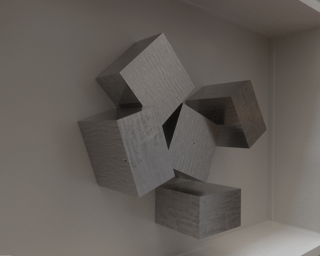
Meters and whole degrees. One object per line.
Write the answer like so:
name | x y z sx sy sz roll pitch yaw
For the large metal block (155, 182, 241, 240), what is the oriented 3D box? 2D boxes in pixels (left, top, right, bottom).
large metal block | 0.051 0.105 0.415 0.081 0.080 0.050 1 90 -40

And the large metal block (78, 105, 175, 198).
large metal block | -0.038 0.022 0.339 0.050 0.080 0.080 -24 106 -38

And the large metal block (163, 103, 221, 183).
large metal block | 0.029 0.021 0.415 0.080 0.050 0.080 28 72 -37

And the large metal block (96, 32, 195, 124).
large metal block | -0.015 -0.055 0.377 0.080 0.050 0.080 -50 120 -29

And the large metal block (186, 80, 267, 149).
large metal block | 0.097 -0.019 0.452 0.050 0.080 0.080 -38 114 -34
